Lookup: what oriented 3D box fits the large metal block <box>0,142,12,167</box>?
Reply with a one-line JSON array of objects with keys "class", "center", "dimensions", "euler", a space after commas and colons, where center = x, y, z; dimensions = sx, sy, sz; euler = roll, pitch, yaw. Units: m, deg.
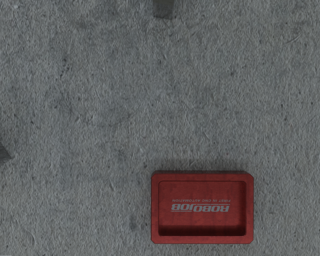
[{"class": "large metal block", "center": [-0.244, 0.023, 0.380], "dimensions": [0.050, 0.080, 0.080], "euler": [-35, 90, 0]}]

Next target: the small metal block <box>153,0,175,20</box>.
[{"class": "small metal block", "center": [0.008, -0.174, 0.397], "dimensions": [0.025, 0.050, 0.050], "euler": [10, 90, 0]}]

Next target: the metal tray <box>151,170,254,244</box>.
[{"class": "metal tray", "center": [0.054, 0.103, 0.408], "dimensions": [0.131, 0.030, 0.089], "euler": [0, 90, 0]}]
